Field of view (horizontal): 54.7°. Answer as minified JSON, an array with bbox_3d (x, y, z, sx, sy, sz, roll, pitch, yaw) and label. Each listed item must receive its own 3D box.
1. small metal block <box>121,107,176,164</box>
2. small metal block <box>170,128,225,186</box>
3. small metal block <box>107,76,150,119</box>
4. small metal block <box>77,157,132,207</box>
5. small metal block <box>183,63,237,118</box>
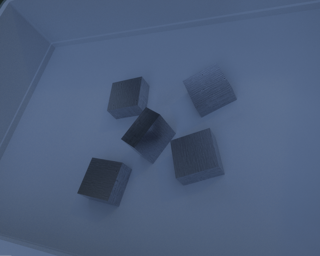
[{"bbox_3d":[-0.013,0.010,0.389,0.025,0.050,0.050,30,78,37],"label":"small metal block"},{"bbox_3d":[0.043,0.034,0.362,0.050,0.025,0.050,-19,54,16],"label":"small metal block"},{"bbox_3d":[-0.046,-0.044,0.455,0.050,0.025,0.050,-8,58,23],"label":"small metal block"},{"bbox_3d":[-0.071,0.069,0.399,0.050,0.025,0.050,5,64,30],"label":"small metal block"},{"bbox_3d":[0.064,-0.049,0.402,0.050,0.025,0.050,-28,52,10],"label":"small metal block"}]
